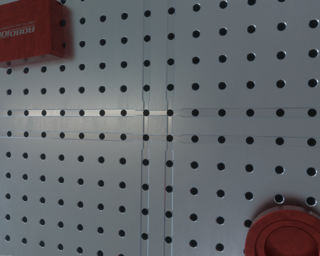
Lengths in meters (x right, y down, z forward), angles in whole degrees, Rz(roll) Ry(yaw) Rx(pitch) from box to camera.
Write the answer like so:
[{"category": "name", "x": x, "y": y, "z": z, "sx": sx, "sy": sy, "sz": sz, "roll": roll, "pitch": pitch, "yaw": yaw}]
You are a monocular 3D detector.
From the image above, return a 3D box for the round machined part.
[{"category": "round machined part", "x": 0.149, "y": 0.136, "z": 0.351, "sx": 0.098, "sy": 0.042, "sz": 0.097, "roll": 0, "pitch": 90, "yaw": 20}]

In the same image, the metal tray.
[{"category": "metal tray", "x": -0.217, "y": -0.149, "z": 0.486, "sx": 0.130, "sy": 0.030, "sz": 0.089, "roll": -4, "pitch": 89, "yaw": 19}]
